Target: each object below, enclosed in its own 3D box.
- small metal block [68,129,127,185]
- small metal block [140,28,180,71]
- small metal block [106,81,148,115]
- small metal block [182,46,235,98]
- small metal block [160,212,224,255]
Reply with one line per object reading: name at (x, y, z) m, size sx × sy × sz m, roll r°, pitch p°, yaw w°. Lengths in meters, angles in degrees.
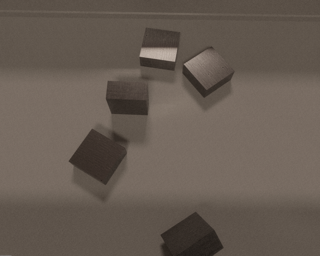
small metal block at (-0.078, 0.037, 0.395) m, size 0.050 × 0.025 × 0.050 m, roll 29°, pitch 72°, yaw 10°
small metal block at (0.000, -0.115, 0.452) m, size 0.050 × 0.025 × 0.050 m, roll 9°, pitch 70°, yaw 3°
small metal block at (-0.041, -0.039, 0.410) m, size 0.050 × 0.050 × 0.025 m, roll 2°, pitch 70°, yaw 0°
small metal block at (0.068, -0.079, 0.440) m, size 0.050 × 0.025 × 0.050 m, roll -35°, pitch 74°, yaw -12°
small metal block at (0.034, 0.127, 0.347) m, size 0.050 × 0.050 × 0.025 m, roll -30°, pitch 104°, yaw -11°
